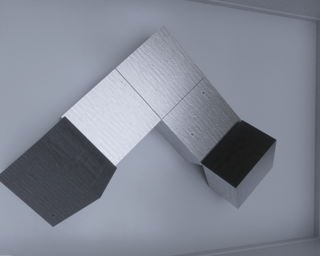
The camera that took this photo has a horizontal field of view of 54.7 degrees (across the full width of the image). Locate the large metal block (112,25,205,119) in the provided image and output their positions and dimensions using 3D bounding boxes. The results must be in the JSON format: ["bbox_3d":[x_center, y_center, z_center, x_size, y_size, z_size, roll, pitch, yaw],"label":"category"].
[{"bbox_3d":[-0.005,-0.067,0.393,0.080,0.050,0.080,-46,104,-14],"label":"large metal block"}]

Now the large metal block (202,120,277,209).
[{"bbox_3d":[0.107,0.050,0.412,0.080,0.050,0.080,-46,148,-14],"label":"large metal block"}]

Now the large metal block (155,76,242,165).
[{"bbox_3d":[0.047,-0.009,0.413,0.080,0.050,0.080,-46,104,-14],"label":"large metal block"}]

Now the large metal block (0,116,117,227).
[{"bbox_3d":[-0.109,0.048,0.332,0.080,0.050,0.080,-35,106,27],"label":"large metal block"}]

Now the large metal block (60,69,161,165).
[{"bbox_3d":[-0.060,-0.011,0.373,0.080,0.050,0.080,-46,104,-14],"label":"large metal block"}]
